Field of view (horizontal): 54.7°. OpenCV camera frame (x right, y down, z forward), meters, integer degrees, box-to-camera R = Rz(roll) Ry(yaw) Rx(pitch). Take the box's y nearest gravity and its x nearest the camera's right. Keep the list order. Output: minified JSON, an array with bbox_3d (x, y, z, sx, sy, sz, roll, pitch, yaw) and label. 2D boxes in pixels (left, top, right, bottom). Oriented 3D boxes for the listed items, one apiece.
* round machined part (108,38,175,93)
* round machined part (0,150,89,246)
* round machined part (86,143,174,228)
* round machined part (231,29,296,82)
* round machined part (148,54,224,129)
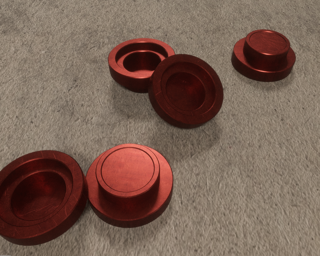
[{"bbox_3d":[-0.026,-0.091,0.466,0.099,0.042,0.098,-1,48,1],"label":"round machined part"},{"bbox_3d":[-0.124,0.075,0.325,0.099,0.042,0.098,-2,50,3],"label":"round machined part"},{"bbox_3d":[-0.034,0.056,0.345,0.099,0.042,0.098,0,50,0],"label":"round machined part"},{"bbox_3d":[0.168,-0.122,0.497,0.099,0.042,0.098,0,50,0],"label":"round machined part"},{"bbox_3d":[0.031,-0.046,0.414,0.099,0.042,0.098,6,71,-17],"label":"round machined part"}]
